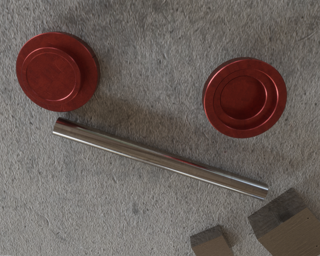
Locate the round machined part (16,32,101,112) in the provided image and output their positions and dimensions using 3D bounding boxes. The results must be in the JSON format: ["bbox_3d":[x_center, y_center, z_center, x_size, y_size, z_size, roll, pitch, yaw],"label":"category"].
[{"bbox_3d":[-0.125,-0.065,0.375,0.099,0.042,0.097,0,110,0],"label":"round machined part"}]

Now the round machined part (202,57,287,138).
[{"bbox_3d":[0.102,-0.040,0.387,0.099,0.042,0.097,0,110,0],"label":"round machined part"}]

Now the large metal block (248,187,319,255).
[{"bbox_3d":[0.191,0.149,0.453,0.080,0.050,0.080,-40,106,13],"label":"large metal block"}]

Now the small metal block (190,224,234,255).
[{"bbox_3d":[0.081,0.185,0.479,0.050,0.025,0.050,-26,108,9],"label":"small metal block"}]

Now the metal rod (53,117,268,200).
[{"bbox_3d":[0.006,0.044,0.425,0.302,0.025,0.025,18,109,-7],"label":"metal rod"}]
